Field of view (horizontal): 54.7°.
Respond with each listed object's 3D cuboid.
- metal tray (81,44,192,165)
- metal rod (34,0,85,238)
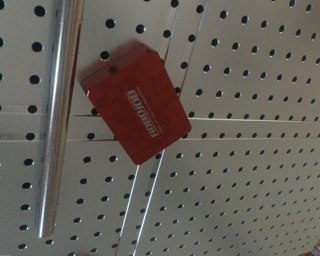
[{"bbox_3d":[-0.023,-0.024,0.380,0.090,0.030,0.130,-34,129,-6],"label":"metal tray"},{"bbox_3d":[-0.118,0.005,0.349,0.025,0.025,0.298,1,118,-29],"label":"metal rod"}]
